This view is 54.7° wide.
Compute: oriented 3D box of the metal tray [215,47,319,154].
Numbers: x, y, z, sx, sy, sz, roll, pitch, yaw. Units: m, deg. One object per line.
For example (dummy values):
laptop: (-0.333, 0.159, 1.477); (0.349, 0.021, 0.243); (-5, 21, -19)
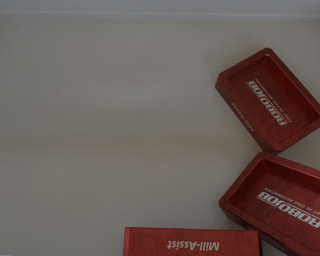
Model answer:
metal tray: (0.149, -0.037, 0.421); (0.090, 0.030, 0.130); (-30, 73, -11)

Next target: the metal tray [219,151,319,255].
metal tray: (0.139, 0.083, 0.334); (0.090, 0.030, 0.130); (-46, 33, -15)

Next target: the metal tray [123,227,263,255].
metal tray: (0.031, 0.124, 0.329); (0.131, 0.090, 0.030); (1, 70, 0)
